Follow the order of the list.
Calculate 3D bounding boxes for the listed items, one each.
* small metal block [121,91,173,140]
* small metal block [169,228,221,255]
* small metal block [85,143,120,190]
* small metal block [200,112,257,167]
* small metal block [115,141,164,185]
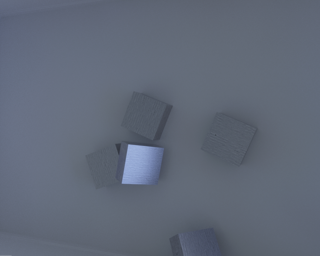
[{"bbox_3d":[-0.018,-0.016,0.417,0.050,0.025,0.050,23,98,18],"label":"small metal block"},{"bbox_3d":[0.044,0.151,0.371,0.025,0.050,0.050,-52,46,50],"label":"small metal block"},{"bbox_3d":[-0.070,0.053,0.435,0.050,0.025,0.050,-21,83,18],"label":"small metal block"},{"bbox_3d":[0.085,0.013,0.380,0.050,0.025,0.050,25,98,18],"label":"small metal block"},{"bbox_3d":[-0.027,0.046,0.405,0.025,0.050,0.050,17,98,62],"label":"small metal block"}]
